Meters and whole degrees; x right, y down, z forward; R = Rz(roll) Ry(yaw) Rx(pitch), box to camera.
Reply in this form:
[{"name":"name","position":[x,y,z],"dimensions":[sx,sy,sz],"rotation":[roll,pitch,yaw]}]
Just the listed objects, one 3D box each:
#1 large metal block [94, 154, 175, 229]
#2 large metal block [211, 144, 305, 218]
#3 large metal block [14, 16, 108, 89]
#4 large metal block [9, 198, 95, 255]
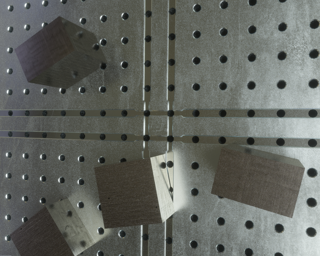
[{"name":"large metal block","position":[-0.033,0.083,0.411],"dimensions":[0.080,0.050,0.080],"rotation":[-12,86,19]},{"name":"large metal block","position":[0.109,0.053,0.345],"dimensions":[0.080,0.080,0.050],"rotation":[14,95,19]},{"name":"large metal block","position":[-0.134,-0.100,0.432],"dimensions":[0.080,0.080,0.050],"rotation":[-28,81,18]},{"name":"large metal block","position":[-0.158,0.164,0.456],"dimensions":[0.080,0.050,0.080],"rotation":[-39,78,16]}]
